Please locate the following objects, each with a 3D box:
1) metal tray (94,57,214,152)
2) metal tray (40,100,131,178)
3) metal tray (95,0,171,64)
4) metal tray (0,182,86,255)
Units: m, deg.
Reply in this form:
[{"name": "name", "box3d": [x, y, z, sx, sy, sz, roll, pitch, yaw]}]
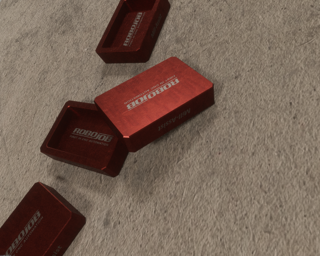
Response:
[{"name": "metal tray", "box3d": [-0.007, -0.035, 0.400, 0.131, 0.030, 0.090, -31, 50, -16]}, {"name": "metal tray", "box3d": [-0.101, 0.011, 0.444, 0.130, 0.030, 0.090, 10, 67, 32]}, {"name": "metal tray", "box3d": [-0.045, -0.171, 0.526, 0.090, 0.030, 0.130, 6, 64, 30]}, {"name": "metal tray", "box3d": [-0.167, 0.146, 0.396, 0.090, 0.030, 0.130, 26, 76, 36]}]
